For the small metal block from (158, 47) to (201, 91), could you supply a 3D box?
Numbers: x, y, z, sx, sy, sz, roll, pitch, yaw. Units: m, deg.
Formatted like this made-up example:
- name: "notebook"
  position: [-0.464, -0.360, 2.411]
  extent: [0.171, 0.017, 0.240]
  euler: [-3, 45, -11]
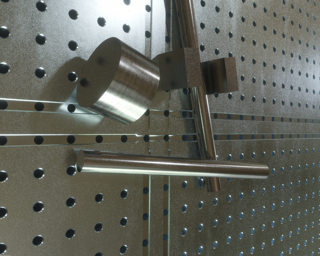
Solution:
- name: "small metal block"
  position: [0.026, -0.078, 0.414]
  extent: [0.025, 0.050, 0.050]
  euler: [-11, 97, -40]

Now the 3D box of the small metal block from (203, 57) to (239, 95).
- name: "small metal block"
  position: [0.088, -0.077, 0.466]
  extent: [0.025, 0.050, 0.050]
  euler: [-15, 100, -39]

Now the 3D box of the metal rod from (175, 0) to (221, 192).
- name: "metal rod"
  position: [0.056, -0.051, 0.455]
  extent: [0.025, 0.025, 0.298]
  euler: [-17, 101, -39]

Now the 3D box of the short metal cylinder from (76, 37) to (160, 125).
- name: "short metal cylinder"
  position: [-0.046, -0.050, 0.334]
  extent: [0.050, 0.080, 0.080]
  euler: [25, 74, -37]

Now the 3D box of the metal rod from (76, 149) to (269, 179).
- name: "metal rod"
  position: [0.040, 0.053, 0.418]
  extent: [0.302, 0.025, 0.025]
  euler: [8, 85, -33]
